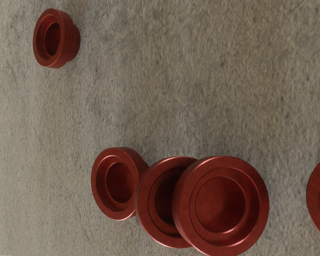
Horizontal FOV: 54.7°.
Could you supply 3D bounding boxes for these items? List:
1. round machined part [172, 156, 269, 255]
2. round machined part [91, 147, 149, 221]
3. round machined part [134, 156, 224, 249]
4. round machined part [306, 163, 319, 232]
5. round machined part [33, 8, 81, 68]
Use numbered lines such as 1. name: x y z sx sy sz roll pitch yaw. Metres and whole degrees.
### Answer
1. round machined part: 0.058 0.077 0.320 0.042 0.099 0.097 165 102 -73
2. round machined part: -0.049 0.075 0.432 0.098 0.042 0.097 0 90 39
3. round machined part: 0.019 0.081 0.353 0.042 0.099 0.097 161 105 -74
4. round machined part: 0.171 0.062 0.252 0.098 0.042 0.097 0 90 39
5. round machined part: -0.175 -0.151 0.535 0.098 0.042 0.097 0 90 39
